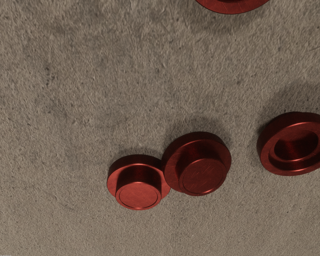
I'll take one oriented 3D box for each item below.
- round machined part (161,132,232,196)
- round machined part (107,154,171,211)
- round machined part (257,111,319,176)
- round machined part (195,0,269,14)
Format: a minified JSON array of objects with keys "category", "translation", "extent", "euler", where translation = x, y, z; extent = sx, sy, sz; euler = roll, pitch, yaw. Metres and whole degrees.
[{"category":"round machined part","translation":[0.054,0.056,0.432],"extent":[0.099,0.042,0.097],"euler":[-7,124,-10]},{"category":"round machined part","translation":[-0.032,0.089,0.471],"extent":[0.099,0.042,0.097],"euler":[-1,130,0]},{"category":"round machined part","translation":[0.179,0.017,0.413],"extent":[0.099,0.042,0.097],"euler":[-1,130,0]},{"category":"round machined part","translation":[0.064,-0.154,0.266],"extent":[0.099,0.042,0.097],"euler":[-1,130,0]}]
